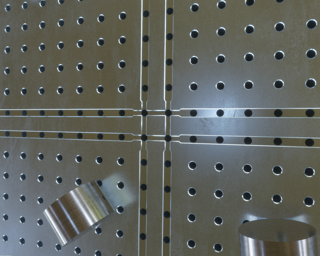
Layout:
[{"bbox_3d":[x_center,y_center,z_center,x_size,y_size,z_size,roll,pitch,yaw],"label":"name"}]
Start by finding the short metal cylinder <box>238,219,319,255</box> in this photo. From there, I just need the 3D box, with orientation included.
[{"bbox_3d":[0.129,0.135,0.338,0.080,0.080,0.050,-5,89,19],"label":"short metal cylinder"}]

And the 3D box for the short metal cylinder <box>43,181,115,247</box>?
[{"bbox_3d":[-0.108,0.115,0.420,0.080,0.080,0.050,-39,78,16],"label":"short metal cylinder"}]
